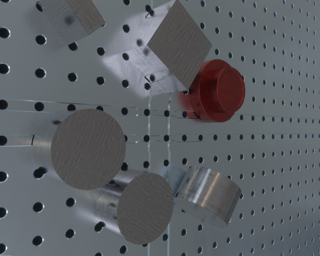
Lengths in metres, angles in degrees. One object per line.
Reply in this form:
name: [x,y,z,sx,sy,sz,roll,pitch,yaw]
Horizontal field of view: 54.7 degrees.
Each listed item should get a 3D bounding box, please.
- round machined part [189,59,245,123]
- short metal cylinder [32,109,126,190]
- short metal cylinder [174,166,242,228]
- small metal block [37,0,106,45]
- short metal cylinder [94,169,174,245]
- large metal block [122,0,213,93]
round machined part: [0.094,-0.057,0.477,0.099,0.042,0.097,0,90,-40]
short metal cylinder: [-0.083,0.021,0.323,0.081,0.050,0.080,0,90,-40]
short metal cylinder: [0.065,0.095,0.428,0.080,0.080,0.050,45,63,-31]
small metal block: [-0.091,-0.117,0.316,0.025,0.050,0.050,-49,119,-29]
short metal cylinder: [-0.030,0.090,0.367,0.081,0.050,0.080,0,90,-40]
large metal block: [0.012,-0.103,0.402,0.080,0.050,0.080,43,64,-32]
